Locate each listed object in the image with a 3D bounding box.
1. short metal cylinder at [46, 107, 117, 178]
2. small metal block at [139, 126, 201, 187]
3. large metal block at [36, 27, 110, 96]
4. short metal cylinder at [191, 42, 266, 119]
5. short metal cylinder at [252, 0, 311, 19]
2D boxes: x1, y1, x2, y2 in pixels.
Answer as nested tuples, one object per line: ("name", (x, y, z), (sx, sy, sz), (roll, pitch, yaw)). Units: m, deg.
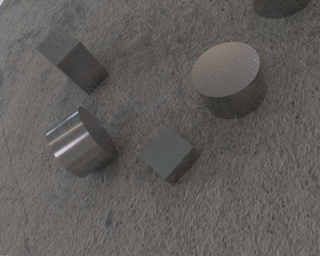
("short metal cylinder", (-0.102, 0.019, 0.411), (0.050, 0.080, 0.080), (-35, 51, 5))
("small metal block", (0.012, 0.034, 0.377), (0.050, 0.025, 0.050), (-48, 51, -5))
("large metal block", (-0.143, -0.110, 0.511), (0.050, 0.080, 0.080), (-49, 51, -6))
("short metal cylinder", (0.085, -0.058, 0.379), (0.080, 0.050, 0.080), (-13, 56, 21))
("short metal cylinder", (0.164, -0.197, 0.423), (0.080, 0.050, 0.080), (-13, 56, 21))
